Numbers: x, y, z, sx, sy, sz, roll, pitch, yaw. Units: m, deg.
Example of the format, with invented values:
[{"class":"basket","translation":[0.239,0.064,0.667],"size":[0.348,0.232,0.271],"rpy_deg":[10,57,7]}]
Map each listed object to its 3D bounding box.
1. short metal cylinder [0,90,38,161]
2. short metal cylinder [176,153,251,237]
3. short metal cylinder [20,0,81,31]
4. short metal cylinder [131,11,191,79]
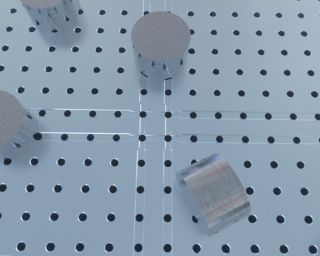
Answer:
[{"class":"short metal cylinder","translation":[-0.207,-0.002,0.397],"size":[0.081,0.050,0.080],"rpy_deg":[0,70,0]},{"class":"short metal cylinder","translation":[0.059,0.076,0.356],"size":[0.050,0.080,0.080],"rpy_deg":[-25,72,-9]},{"class":"short metal cylinder","translation":[-0.166,-0.196,0.468],"size":[0.081,0.050,0.080],"rpy_deg":[0,70,0]},{"class":"short metal cylinder","translation":[0.001,-0.117,0.441],"size":[0.081,0.050,0.080],"rpy_deg":[0,70,0]}]
